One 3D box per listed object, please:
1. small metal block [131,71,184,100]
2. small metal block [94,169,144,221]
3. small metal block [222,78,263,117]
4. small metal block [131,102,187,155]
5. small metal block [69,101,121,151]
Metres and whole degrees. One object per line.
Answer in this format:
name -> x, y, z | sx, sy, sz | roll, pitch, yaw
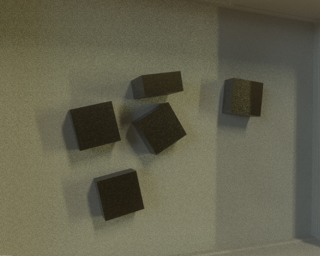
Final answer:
small metal block -> -0.005, -0.054, 0.396 | 0.050, 0.050, 0.025 | -10, 94, -20
small metal block -> -0.052, 0.083, 0.392 | 0.050, 0.025, 0.050 | -13, 95, -20
small metal block -> 0.122, -0.044, 0.457 | 0.050, 0.025, 0.050 | 6, 88, -20
small metal block -> -0.001, 0.000, 0.411 | 0.050, 0.025, 0.050 | -33, 101, -17
small metal block -> -0.081, -0.003, 0.381 | 0.050, 0.025, 0.050 | -14, 95, -20
